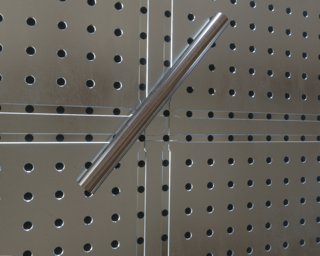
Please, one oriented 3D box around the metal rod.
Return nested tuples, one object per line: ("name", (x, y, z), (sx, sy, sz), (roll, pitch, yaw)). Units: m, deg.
("metal rod", (-0.001, -0.041, 0.413), (0.025, 0.025, 0.300), (42, 77, -16))
